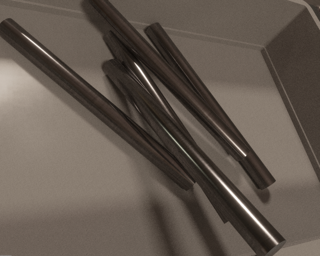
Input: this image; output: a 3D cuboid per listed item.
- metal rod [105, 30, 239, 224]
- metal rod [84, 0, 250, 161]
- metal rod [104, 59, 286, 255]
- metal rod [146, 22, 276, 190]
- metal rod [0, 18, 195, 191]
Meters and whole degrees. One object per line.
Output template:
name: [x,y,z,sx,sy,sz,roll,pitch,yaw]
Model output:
metal rod: [0.007,-0.017,0.400,0.025,0.025,0.299,-18,65,-35]
metal rod: [0.011,-0.070,0.423,0.300,0.025,0.025,46,51,-2]
metal rod: [0.012,0.006,0.334,0.025,0.025,0.300,-11,43,-33]
metal rod: [0.072,-0.040,0.470,0.025,0.025,0.299,-26,76,-37]
metal rod: [-0.074,-0.028,0.383,0.300,0.025,0.025,40,51,-1]
